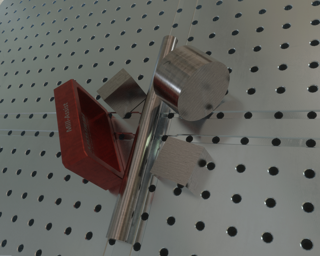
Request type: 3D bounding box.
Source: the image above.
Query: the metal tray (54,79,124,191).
[{"bbox_3d":[-0.093,0.008,0.408,0.030,0.090,0.130,-29,52,10],"label":"metal tray"}]

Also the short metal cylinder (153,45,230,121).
[{"bbox_3d":[0.039,-0.055,0.385,0.080,0.080,0.050,-44,51,-3],"label":"short metal cylinder"}]

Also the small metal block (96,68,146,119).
[{"bbox_3d":[-0.054,-0.049,0.448,0.050,0.050,0.025,-41,51,0],"label":"small metal block"}]

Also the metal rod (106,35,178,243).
[{"bbox_3d":[-0.017,-0.003,0.417,0.025,0.025,0.300,0,61,28],"label":"metal rod"}]

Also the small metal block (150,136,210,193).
[{"bbox_3d":[0.024,0.043,0.369,0.050,0.025,0.050,16,70,34],"label":"small metal block"}]
